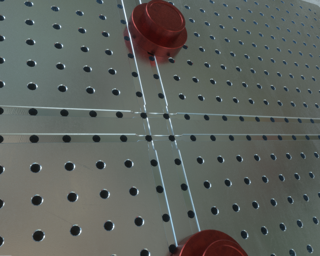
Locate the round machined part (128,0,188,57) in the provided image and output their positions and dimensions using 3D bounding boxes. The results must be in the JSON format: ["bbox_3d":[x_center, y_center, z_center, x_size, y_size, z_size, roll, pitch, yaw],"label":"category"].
[{"bbox_3d":[0.002,-0.167,0.499,0.099,0.042,0.098,13,56,-21],"label":"round machined part"}]

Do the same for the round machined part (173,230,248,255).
[{"bbox_3d":[0.063,0.159,0.333,0.099,0.042,0.098,13,56,-21],"label":"round machined part"}]
